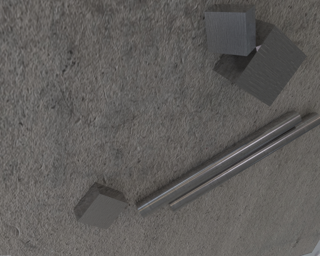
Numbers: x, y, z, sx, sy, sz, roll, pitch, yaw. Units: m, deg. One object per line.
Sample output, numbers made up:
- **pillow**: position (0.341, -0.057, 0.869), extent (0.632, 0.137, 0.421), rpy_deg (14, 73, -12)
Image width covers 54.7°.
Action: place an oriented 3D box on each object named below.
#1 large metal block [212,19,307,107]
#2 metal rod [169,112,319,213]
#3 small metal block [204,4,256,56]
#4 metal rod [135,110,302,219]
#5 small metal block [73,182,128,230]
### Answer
- **large metal block**: position (0.131, -0.086, 0.409), extent (0.080, 0.050, 0.080), rpy_deg (23, 106, -37)
- **metal rod**: position (0.146, 0.053, 0.519), extent (0.302, 0.025, 0.025), rpy_deg (-28, 128, -11)
- **small metal block**: position (0.082, -0.115, 0.361), extent (0.025, 0.050, 0.050), rpy_deg (-45, 136, -35)
- **metal rod**: position (0.098, 0.053, 0.493), extent (0.301, 0.025, 0.025), rpy_deg (-29, 128, -10)
- **small metal block**: position (-0.082, 0.109, 0.430), extent (0.050, 0.025, 0.050), rpy_deg (32, 101, -38)
